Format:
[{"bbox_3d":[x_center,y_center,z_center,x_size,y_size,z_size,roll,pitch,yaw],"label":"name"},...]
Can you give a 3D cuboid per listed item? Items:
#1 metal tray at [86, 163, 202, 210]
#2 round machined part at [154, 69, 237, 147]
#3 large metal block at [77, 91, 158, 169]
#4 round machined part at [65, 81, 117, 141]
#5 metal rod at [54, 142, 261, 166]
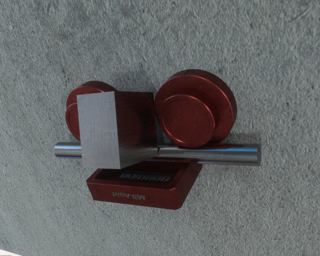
[{"bbox_3d":[-0.020,0.062,0.413,0.130,0.090,0.030,-1,118,28],"label":"metal tray"},{"bbox_3d":[0.037,-0.016,0.366,0.098,0.042,0.097,13,124,20],"label":"round machined part"},{"bbox_3d":[-0.046,0.000,0.361,0.050,0.080,0.079,-2,94,28],"label":"large metal block"},{"bbox_3d":[-0.092,-0.013,0.433,0.098,0.042,0.097,13,124,20],"label":"round machined part"},{"bbox_3d":[-0.023,0.032,0.412,0.300,0.025,0.025,-1,118,28],"label":"metal rod"}]
